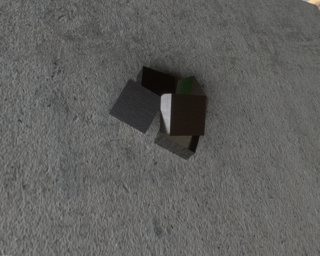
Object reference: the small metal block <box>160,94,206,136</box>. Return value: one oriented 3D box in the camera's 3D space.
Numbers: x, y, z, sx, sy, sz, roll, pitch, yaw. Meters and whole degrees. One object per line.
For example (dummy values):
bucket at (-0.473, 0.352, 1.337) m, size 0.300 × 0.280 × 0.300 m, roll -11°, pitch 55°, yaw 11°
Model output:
small metal block at (0.029, -0.016, 0.386) m, size 0.050 × 0.025 × 0.050 m, roll 0°, pitch 94°, yaw -29°

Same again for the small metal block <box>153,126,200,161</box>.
small metal block at (0.025, 0.008, 0.416) m, size 0.050 × 0.025 × 0.050 m, roll 29°, pitch 52°, yaw -10°

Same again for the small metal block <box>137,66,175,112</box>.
small metal block at (-0.007, -0.053, 0.436) m, size 0.050 × 0.025 × 0.050 m, roll 16°, pitch 55°, yaw -20°

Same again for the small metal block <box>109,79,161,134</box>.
small metal block at (-0.030, -0.027, 0.392) m, size 0.050 × 0.025 × 0.050 m, roll 30°, pitch 88°, yaw -11°

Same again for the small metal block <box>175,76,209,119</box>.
small metal block at (0.044, -0.037, 0.439) m, size 0.050 × 0.025 × 0.050 m, roll 50°, pitch 42°, yaw -38°
